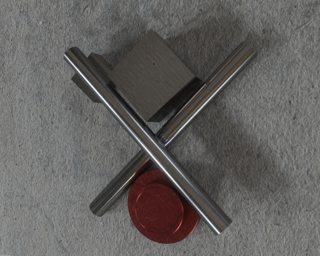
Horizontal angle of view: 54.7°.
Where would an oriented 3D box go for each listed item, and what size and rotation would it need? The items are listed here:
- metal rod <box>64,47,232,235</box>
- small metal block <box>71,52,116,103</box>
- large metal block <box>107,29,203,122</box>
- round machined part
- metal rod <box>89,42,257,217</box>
[{"bbox_3d":[-0.024,0.007,0.391,0.025,0.025,0.300,-45,77,14],"label":"metal rod"},{"bbox_3d":[-0.089,-0.071,0.442,0.050,0.025,0.050,45,103,14],"label":"small metal block"},{"bbox_3d":[-0.005,-0.064,0.399,0.080,0.050,0.080,-43,77,14],"label":"large metal block"},{"bbox_3d":[0.003,0.101,0.399,0.098,0.042,0.097,0,90,19],"label":"round machined part"},{"bbox_3d":[0.009,0.010,0.408,0.025,0.025,0.299,46,104,14],"label":"metal rod"}]
